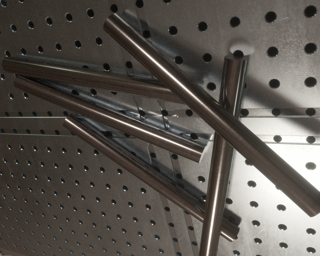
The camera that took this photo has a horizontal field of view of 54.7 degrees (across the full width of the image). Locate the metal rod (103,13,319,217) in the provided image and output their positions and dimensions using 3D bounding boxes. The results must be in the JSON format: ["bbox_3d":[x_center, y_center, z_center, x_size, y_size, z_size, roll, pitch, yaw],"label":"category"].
[{"bbox_3d":[0.049,-0.023,0.334,0.300,0.025,0.025,44,130,12],"label":"metal rod"}]

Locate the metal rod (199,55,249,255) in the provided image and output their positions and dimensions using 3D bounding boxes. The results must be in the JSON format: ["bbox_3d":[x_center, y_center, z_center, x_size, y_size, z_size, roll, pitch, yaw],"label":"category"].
[{"bbox_3d":[0.074,0.060,0.388,0.025,0.025,0.298,13,118,21],"label":"metal rod"}]

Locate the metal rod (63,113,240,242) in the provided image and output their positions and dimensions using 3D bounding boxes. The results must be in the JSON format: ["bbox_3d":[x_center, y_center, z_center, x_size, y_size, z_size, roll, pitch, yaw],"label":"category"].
[{"bbox_3d":[-0.016,0.071,0.461,0.301,0.025,0.025,34,129,5],"label":"metal rod"}]

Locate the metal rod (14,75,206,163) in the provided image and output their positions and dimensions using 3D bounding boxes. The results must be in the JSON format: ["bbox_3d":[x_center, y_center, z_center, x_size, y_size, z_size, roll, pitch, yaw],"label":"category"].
[{"bbox_3d":[-0.080,-0.019,0.439,0.301,0.025,0.025,21,126,15],"label":"metal rod"}]

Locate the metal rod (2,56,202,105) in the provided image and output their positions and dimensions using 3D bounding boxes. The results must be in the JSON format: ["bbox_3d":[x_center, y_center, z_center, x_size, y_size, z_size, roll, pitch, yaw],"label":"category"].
[{"bbox_3d":[-0.091,-0.066,0.416,0.301,0.025,0.025,12,124,21],"label":"metal rod"}]
